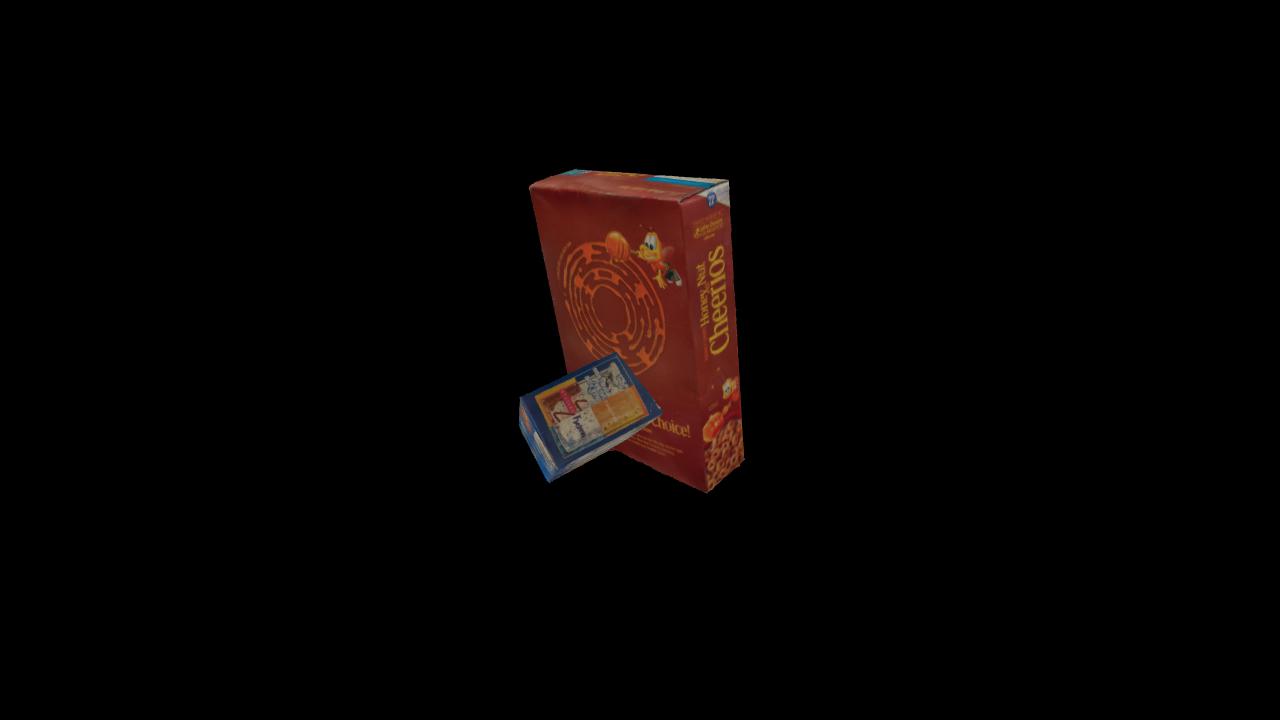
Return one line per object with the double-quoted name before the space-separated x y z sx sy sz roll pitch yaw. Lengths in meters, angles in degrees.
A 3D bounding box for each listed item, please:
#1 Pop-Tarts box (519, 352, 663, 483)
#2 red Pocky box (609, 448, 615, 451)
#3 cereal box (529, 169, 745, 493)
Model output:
"Pop-Tarts box" -0.053 0.061 0.675 0.141 0.083 0.167 -26 -9 -16
"red Pocky box" 0.012 0.061 0.762 0.155 0.083 0.028 -3 1 -42
"cereal box" 0.001 -0.034 0.635 0.203 0.306 0.081 17 36 40
